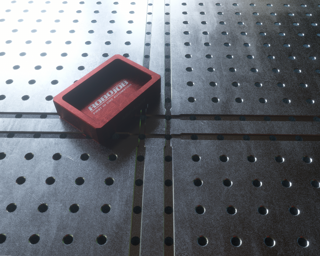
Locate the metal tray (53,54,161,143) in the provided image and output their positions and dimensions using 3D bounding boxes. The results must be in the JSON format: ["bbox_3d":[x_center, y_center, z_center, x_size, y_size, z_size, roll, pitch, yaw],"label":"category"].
[{"bbox_3d":[-0.071,-0.048,0.443,0.090,0.030,0.131,31,56,23],"label":"metal tray"}]
